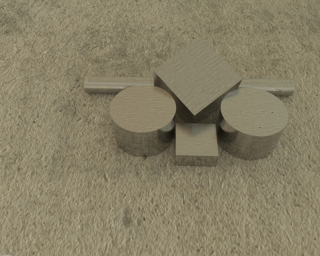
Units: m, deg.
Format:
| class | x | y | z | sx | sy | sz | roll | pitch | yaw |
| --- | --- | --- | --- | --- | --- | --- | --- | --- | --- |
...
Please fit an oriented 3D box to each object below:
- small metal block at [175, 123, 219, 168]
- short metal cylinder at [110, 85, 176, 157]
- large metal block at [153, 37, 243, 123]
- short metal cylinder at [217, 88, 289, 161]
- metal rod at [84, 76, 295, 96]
| class | x | y | z | sx | sy | sz | roll | pitch | yaw |
| --- | --- | --- | --- | --- | --- | --- | --- | --- | --- |
| small metal block | 0.044 | 0.021 | 0.388 | 0.050 | 0.025 | 0.050 | 2 | 50 | 1 |
| short metal cylinder | -0.021 | -0.010 | 0.395 | 0.081 | 0.050 | 0.080 | 0 | 50 | 0 |
| large metal block | 0.048 | -0.060 | 0.416 | 0.080 | 0.050 | 0.080 | -37 | 75 | -12 |
| short metal cylinder | 0.114 | -0.005 | 0.393 | 0.081 | 0.050 | 0.080 | 0 | 50 | 0 |
| metal rod | 0.042 | -0.062 | 0.456 | 0.302 | 0.025 | 0.025 | 1 | 50 | 0 |
